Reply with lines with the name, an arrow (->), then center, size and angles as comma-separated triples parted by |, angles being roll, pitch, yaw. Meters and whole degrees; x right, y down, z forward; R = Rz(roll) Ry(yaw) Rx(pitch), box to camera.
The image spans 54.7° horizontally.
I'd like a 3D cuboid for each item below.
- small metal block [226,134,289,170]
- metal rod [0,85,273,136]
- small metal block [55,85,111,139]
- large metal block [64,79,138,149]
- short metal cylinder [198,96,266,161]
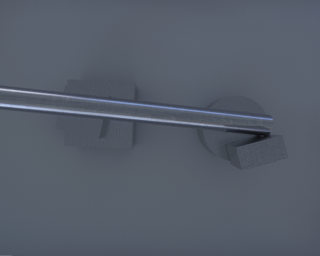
small metal block -> 0.107, 0.026, 0.348 | 0.050, 0.050, 0.025 | -14, 90, 0
metal rod -> -0.023, -0.018, 0.339 | 0.302, 0.025, 0.025 | 6, 90, -8
small metal block -> -0.087, -0.018, 0.359 | 0.050, 0.025, 0.050 | 13, 89, -1
large metal block -> -0.072, -0.017, 0.395 | 0.081, 0.050, 0.079 | 3, 90, -1
short metal cylinder -> 0.092, 0.001, 0.398 | 0.081, 0.050, 0.079 | 0, 90, -1
